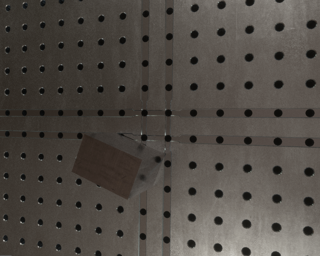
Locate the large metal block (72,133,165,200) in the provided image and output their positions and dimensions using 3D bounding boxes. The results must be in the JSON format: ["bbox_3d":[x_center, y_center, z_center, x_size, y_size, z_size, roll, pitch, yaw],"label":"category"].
[{"bbox_3d":[-0.050,0.044,0.400,0.080,0.080,0.050,22,97,18],"label":"large metal block"}]
